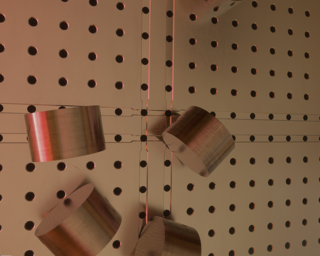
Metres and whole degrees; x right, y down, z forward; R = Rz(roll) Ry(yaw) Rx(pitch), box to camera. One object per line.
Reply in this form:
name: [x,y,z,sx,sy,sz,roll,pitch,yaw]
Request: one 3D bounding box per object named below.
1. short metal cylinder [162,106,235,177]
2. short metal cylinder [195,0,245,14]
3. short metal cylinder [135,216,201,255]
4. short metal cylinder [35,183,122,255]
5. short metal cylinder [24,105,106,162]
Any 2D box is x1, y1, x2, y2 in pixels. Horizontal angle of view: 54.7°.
short metal cylinder: [0.049,0.018,0.401,0.050,0.080,0.080,-44,104,-14]
short metal cylinder: [0.088,-0.208,0.431,0.081,0.050,0.079,0,90,-20]
short metal cylinder: [0.008,0.157,0.386,0.050,0.080,0.080,24,82,-19]
short metal cylinder: [-0.091,0.108,0.350,0.080,0.080,0.050,-40,103,-16]
short metal cylinder: [-0.104,0.005,0.345,0.081,0.080,0.050,-9,93,-20]
